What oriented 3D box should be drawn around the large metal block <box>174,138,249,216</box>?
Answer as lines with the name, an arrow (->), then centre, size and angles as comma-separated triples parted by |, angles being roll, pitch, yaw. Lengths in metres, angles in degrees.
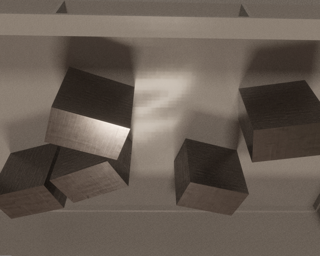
large metal block -> 0.067, 0.067, 0.432 | 0.081, 0.080, 0.050 | 14, 129, -12

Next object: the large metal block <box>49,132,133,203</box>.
large metal block -> -0.086, 0.042, 0.407 | 0.080, 0.080, 0.050 | -19, 128, 15

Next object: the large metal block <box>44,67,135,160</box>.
large metal block -> -0.078, -0.018, 0.357 | 0.081, 0.080, 0.050 | 16, 128, -14

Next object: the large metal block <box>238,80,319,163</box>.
large metal block -> 0.142, -0.010, 0.367 | 0.080, 0.080, 0.050 | -7, 130, 5

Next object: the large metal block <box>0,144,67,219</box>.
large metal block -> -0.173, 0.071, 0.431 | 0.080, 0.080, 0.050 | -14, 129, 11
